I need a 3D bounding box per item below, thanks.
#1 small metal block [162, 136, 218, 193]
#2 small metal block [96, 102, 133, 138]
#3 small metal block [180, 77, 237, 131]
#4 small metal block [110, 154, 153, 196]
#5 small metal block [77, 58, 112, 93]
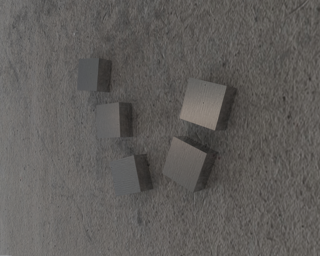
[{"bbox_3d":[0.035,0.042,0.376,0.050,0.025,0.050,27,107,36],"label":"small metal block"},{"bbox_3d":[-0.068,-0.011,0.461,0.050,0.025,0.050,-4,88,40],"label":"small metal block"},{"bbox_3d":[0.055,-0.028,0.359,0.050,0.025,0.050,21,104,38],"label":"small metal block"},{"bbox_3d":[-0.041,0.067,0.439,0.050,0.025,0.050,-19,78,38],"label":"small metal block"},{"bbox_3d":[-0.105,-0.083,0.491,0.050,0.025,0.050,9,96,39],"label":"small metal block"}]
